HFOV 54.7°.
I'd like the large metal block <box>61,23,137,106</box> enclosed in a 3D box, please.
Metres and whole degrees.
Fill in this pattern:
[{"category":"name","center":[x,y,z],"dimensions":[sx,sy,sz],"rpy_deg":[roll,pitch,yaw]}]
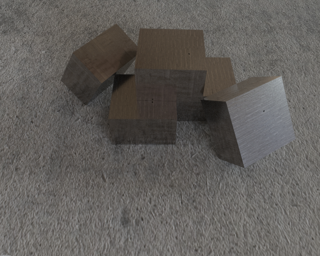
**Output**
[{"category":"large metal block","center":[-0.083,-0.086,0.431],"dimensions":[0.050,0.080,0.080],"rpy_deg":[47,58,-6]}]

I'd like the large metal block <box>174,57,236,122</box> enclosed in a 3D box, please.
[{"category":"large metal block","center":[0.060,-0.055,0.436],"dimensions":[0.081,0.050,0.080],"rpy_deg":[0,50,0]}]

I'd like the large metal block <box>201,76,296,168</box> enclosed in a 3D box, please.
[{"category":"large metal block","center":[0.106,-0.010,0.370],"dimensions":[0.081,0.080,0.050],"rpy_deg":[-25,17,-20]}]

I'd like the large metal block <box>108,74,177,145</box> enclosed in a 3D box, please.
[{"category":"large metal block","center":[-0.020,-0.025,0.407],"dimensions":[0.081,0.050,0.080],"rpy_deg":[0,50,0]}]

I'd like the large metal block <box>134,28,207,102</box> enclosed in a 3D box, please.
[{"category":"large metal block","center":[0.013,-0.080,0.388],"dimensions":[0.081,0.050,0.080],"rpy_deg":[2,50,1]}]
